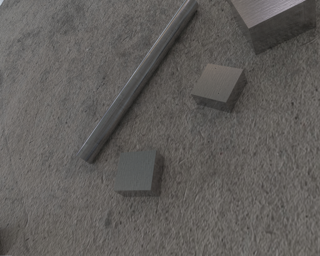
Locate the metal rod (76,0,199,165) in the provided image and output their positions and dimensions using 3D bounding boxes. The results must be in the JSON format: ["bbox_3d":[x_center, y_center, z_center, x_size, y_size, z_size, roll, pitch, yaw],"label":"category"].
[{"bbox_3d":[-0.028,-0.078,0.466,0.025,0.025,0.300,23,74,36],"label":"metal rod"}]

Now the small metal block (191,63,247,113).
[{"bbox_3d":[0.076,-0.052,0.396,0.050,0.025,0.050,19,72,35],"label":"small metal block"}]

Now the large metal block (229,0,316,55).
[{"bbox_3d":[0.145,-0.156,0.407,0.080,0.050,0.080,-24,53,13],"label":"large metal block"}]

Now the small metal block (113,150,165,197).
[{"bbox_3d":[-0.025,0.057,0.382,0.050,0.025,0.050,-6,59,25],"label":"small metal block"}]
